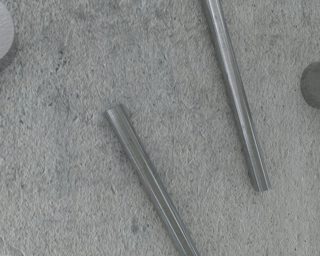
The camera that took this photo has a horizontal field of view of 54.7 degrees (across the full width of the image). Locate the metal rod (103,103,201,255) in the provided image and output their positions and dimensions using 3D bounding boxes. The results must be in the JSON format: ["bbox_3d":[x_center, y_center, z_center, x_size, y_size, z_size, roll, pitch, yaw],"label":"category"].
[{"bbox_3d":[0.007,0.106,0.411,0.025,0.025,0.299,-30,100,-18],"label":"metal rod"}]

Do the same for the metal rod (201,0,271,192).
[{"bbox_3d":[0.111,-0.051,0.449,0.025,0.025,0.298,-19,97,-19],"label":"metal rod"}]

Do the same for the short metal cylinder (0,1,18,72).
[{"bbox_3d":[-0.194,-0.098,0.324,0.081,0.050,0.079,0,90,-20],"label":"short metal cylinder"}]

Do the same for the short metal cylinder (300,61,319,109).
[{"bbox_3d":[0.276,-0.072,0.497,0.081,0.050,0.079,0,90,-20],"label":"short metal cylinder"}]
